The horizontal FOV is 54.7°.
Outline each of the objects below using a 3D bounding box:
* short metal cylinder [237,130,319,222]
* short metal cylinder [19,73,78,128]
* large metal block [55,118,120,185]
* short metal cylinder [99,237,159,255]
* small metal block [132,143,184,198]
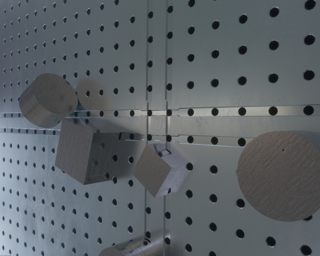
[{"bbox_3d":[0.122,0.042,0.293,0.080,0.050,0.079,0,90,40],"label":"short metal cylinder"},{"bbox_3d":[-0.190,-0.046,0.530,0.050,0.081,0.080,-32,71,36],"label":"short metal cylinder"},{"bbox_3d":[-0.116,0.034,0.489,0.080,0.050,0.079,21,103,38],"label":"large metal block"},{"bbox_3d":[-0.043,0.199,0.429,0.080,0.050,0.079,0,90,40],"label":"short metal cylinder"},{"bbox_3d":[-0.004,0.056,0.413,0.050,0.025,0.050,41,115,32],"label":"small metal block"}]
